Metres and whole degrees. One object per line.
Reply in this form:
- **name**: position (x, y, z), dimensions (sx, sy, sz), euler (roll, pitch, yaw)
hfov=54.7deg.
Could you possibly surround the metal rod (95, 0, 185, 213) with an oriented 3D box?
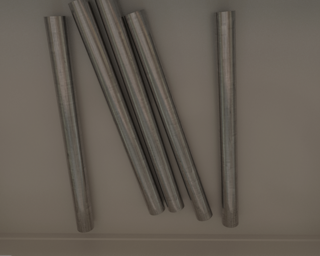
- **metal rod**: position (-0.020, -0.018, 0.404), dimensions (0.025, 0.025, 0.298), euler (-16, 110, 5)

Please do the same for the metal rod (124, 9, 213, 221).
- **metal rod**: position (0.018, -0.002, 0.410), dimensions (0.025, 0.025, 0.298), euler (-18, 109, 6)

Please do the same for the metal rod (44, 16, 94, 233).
- **metal rod**: position (-0.117, 0.009, 0.413), dimensions (0.025, 0.025, 0.298), euler (-2, 110, 0)

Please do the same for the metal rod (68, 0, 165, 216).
- **metal rod**: position (-0.049, -0.013, 0.405), dimensions (0.025, 0.025, 0.298), euler (-17, 110, 5)

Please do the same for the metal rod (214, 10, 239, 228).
- **metal rod**: position (0.090, 0.003, 0.413), dimensions (0.025, 0.025, 0.298), euler (-6, 110, 2)
